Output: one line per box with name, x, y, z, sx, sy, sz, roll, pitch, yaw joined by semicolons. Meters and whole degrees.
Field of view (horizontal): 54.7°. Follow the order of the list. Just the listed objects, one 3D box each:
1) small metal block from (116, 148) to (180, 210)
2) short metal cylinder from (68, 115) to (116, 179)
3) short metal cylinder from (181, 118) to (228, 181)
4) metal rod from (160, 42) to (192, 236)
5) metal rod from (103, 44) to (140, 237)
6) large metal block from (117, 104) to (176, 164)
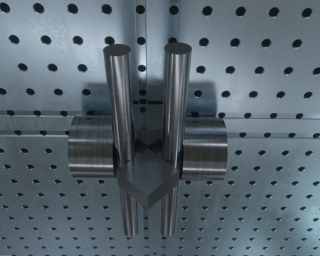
small metal block;-0.014;0.057;0.357;0.050;0.050;0.025;33;140;31
short metal cylinder;-0.080;0.023;0.390;0.050;0.080;0.079;1;130;-1
short metal cylinder;0.052;0.027;0.394;0.050;0.080;0.079;1;130;0
metal rod;0.014;0.041;0.377;0.025;0.025;0.298;0;130;-1
metal rod;-0.041;0.042;0.377;0.025;0.025;0.298;0;130;-1
large metal block;-0.014;0.016;0.404;0.081;0.050;0.079;1;130;-1
